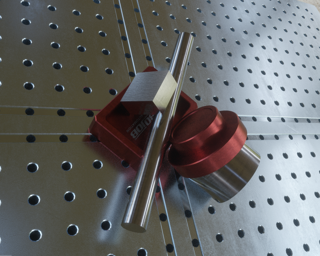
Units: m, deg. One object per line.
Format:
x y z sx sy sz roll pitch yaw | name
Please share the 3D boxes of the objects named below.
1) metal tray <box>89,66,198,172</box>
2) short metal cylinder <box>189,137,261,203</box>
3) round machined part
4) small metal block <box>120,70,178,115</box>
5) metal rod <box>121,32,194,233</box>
-0.017 -0.015 0.406 0.090 0.030 0.131 40 51 -1 | metal tray
0.078 0.046 0.387 0.050 0.080 0.080 40 51 -2 | short metal cylinder
0.049 0.010 0.370 0.042 0.098 0.098 52 48 -20 | round machined part
-0.013 -0.044 0.385 0.025 0.050 0.050 54 51 -41 | small metal block
0.007 -0.020 0.387 0.025 0.025 0.300 25 53 -13 | metal rod
